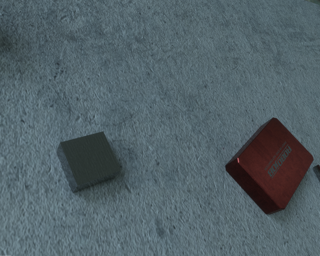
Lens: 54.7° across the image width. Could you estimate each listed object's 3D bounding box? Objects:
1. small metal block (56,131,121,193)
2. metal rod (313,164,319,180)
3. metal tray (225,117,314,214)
[{"bbox_3d":[-0.078,0.036,0.339,0.050,0.025,0.050,-16,70,-34],"label":"small metal block"},{"bbox_3d":[0.310,0.191,0.453,0.025,0.025,0.299,-6,65,-31],"label":"metal rod"},{"bbox_3d":[0.165,0.051,0.458,0.090,0.030,0.131,48,51,6],"label":"metal tray"}]
